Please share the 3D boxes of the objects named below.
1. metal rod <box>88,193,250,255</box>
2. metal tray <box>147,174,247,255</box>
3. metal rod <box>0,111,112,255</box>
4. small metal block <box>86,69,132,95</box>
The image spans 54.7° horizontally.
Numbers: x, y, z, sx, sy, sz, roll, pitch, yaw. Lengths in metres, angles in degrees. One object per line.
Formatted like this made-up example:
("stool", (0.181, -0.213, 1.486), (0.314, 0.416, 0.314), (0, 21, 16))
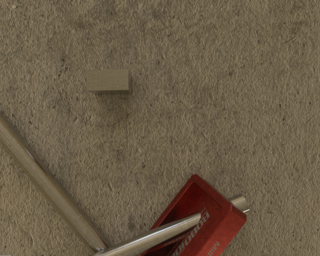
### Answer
("metal rod", (-0.033, 0.150, 0.385), (0.302, 0.025, 0.025), (-21, 90, -3))
("metal tray", (0.033, 0.130, 0.376), (0.030, 0.090, 0.130), (38, 90, -28))
("metal rod", (-0.139, 0.084, 0.408), (0.025, 0.025, 0.300), (-40, 91, 0))
("small metal block", (-0.063, -0.058, 0.397), (0.050, 0.050, 0.025), (-1, 90, -1))
